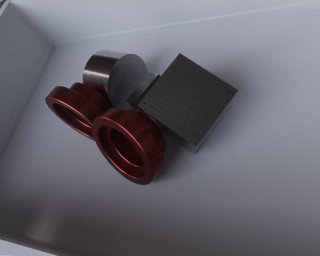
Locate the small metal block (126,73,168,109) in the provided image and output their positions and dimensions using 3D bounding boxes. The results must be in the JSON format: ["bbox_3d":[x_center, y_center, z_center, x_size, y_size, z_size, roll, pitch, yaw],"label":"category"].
[{"bbox_3d":[-0.008,-0.037,0.412,0.050,0.050,0.025,-52,32,-9],"label":"small metal block"}]

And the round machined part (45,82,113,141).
[{"bbox_3d":[-0.104,-0.025,0.427,0.098,0.098,0.042,18,64,34],"label":"round machined part"}]

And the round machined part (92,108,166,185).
[{"bbox_3d":[-0.032,0.017,0.370,0.098,0.097,0.042,22,49,36],"label":"round machined part"}]

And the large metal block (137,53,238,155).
[{"bbox_3d":[0.032,-0.027,0.369,0.080,0.050,0.080,36,80,12],"label":"large metal block"}]

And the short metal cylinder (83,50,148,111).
[{"bbox_3d":[-0.062,-0.069,0.444,0.050,0.080,0.080,18,71,35],"label":"short metal cylinder"}]
